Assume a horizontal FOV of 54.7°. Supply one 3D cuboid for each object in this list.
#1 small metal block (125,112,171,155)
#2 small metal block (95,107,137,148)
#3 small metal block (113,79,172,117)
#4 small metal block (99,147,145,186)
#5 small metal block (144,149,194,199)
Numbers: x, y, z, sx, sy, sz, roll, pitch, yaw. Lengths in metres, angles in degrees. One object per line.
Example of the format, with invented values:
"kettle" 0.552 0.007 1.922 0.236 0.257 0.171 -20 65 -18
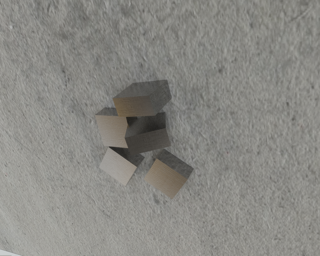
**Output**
"small metal block" -0.014 0.006 0.390 0.050 0.050 0.025 -13 114 6
"small metal block" -0.058 -0.001 0.435 0.050 0.025 0.050 3 120 26
"small metal block" -0.020 -0.036 0.378 0.050 0.050 0.025 -1 118 28
"small metal block" -0.058 0.052 0.468 0.050 0.025 0.050 35 129 5
"small metal block" 0.012 0.066 0.440 0.050 0.025 0.050 34 129 5
